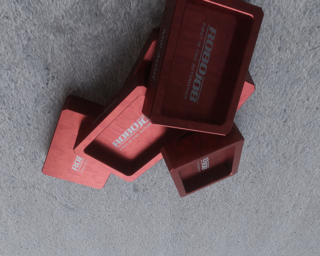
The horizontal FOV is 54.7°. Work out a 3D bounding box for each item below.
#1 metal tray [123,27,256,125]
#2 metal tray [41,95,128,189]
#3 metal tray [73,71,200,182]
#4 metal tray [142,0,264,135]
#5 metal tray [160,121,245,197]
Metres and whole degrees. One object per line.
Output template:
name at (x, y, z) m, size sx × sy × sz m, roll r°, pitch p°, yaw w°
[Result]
metal tray at (0.032, -0.048, 0.365) m, size 0.131 × 0.030 × 0.089 m, roll 21°, pitch 127°, yaw -18°
metal tray at (-0.101, 0.025, 0.424) m, size 0.091 × 0.030 × 0.129 m, roll 19°, pitch 127°, yaw -16°
metal tray at (-0.029, 0.004, 0.369) m, size 0.090 × 0.030 × 0.130 m, roll 34°, pitch 122°, yaw -26°
metal tray at (0.041, -0.063, 0.307) m, size 0.091 × 0.030 × 0.129 m, roll 9°, pitch 103°, yaw -21°
metal tray at (0.056, 0.044, 0.399) m, size 0.090 × 0.030 × 0.130 m, roll -23°, pitch 153°, yaw -2°
